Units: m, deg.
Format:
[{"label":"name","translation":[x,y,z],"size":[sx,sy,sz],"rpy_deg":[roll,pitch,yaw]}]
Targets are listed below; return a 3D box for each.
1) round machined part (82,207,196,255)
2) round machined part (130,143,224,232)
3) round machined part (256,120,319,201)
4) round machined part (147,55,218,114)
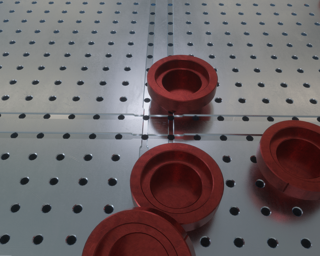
[{"label":"round machined part","translation":[-0.016,0.120,0.276],"size":[0.098,0.042,0.098],"rpy_deg":[-2,82,12]},{"label":"round machined part","translation":[0.018,0.067,0.340],"size":[0.099,0.042,0.098],"rpy_deg":[1,50,-1]},{"label":"round machined part","translation":[0.162,0.041,0.363],"size":[0.099,0.042,0.098],"rpy_deg":[0,50,0]},{"label":"round machined part","translation":[0.031,-0.059,0.446],"size":[0.099,0.042,0.098],"rpy_deg":[0,50,0]}]
